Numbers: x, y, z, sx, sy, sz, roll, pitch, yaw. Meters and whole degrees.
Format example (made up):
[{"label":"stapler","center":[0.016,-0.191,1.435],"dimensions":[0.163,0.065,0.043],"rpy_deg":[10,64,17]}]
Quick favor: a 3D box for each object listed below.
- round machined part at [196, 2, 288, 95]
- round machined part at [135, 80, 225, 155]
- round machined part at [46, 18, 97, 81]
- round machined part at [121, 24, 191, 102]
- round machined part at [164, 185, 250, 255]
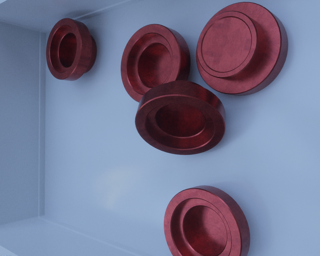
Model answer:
[{"label":"round machined part","center":[0.079,-0.085,0.329],"dimensions":[0.098,0.042,0.097],"rpy_deg":[0,90,39]},{"label":"round machined part","center":[0.024,-0.015,0.351],"dimensions":[0.098,0.098,0.042],"rpy_deg":[-29,36,36]},{"label":"round machined part","center":[-0.142,-0.126,0.510],"dimensions":[0.098,0.042,0.097],"rpy_deg":[0,90,39]},{"label":"round machined part","center":[-0.001,-0.078,0.395],"dimensions":[0.098,0.042,0.097],"rpy_deg":[0,90,39]},{"label":"round machined part","center":[0.055,0.113,0.349],"dimensions":[0.098,0.042,0.097],"rpy_deg":[0,90,39]}]
